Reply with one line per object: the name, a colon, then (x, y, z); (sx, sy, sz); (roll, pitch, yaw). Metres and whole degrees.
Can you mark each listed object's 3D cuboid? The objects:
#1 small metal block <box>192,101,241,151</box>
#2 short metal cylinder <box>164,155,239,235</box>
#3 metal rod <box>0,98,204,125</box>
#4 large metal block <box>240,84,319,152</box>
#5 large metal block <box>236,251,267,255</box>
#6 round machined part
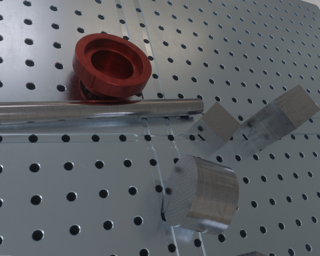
small metal block: (0.083, -0.003, 0.455); (0.050, 0.025, 0.050); (45, 51, 3)
short metal cylinder: (0.044, 0.075, 0.351); (0.050, 0.080, 0.080); (19, 55, -18)
metal rod: (-0.073, -0.022, 0.381); (0.303, 0.025, 0.025); (-4, 64, -30)
large metal block: (0.184, -0.015, 0.481); (0.081, 0.080, 0.050); (-27, 77, -37)
large metal block: (0.119, 0.193, 0.338); (0.080, 0.050, 0.080); (27, 52, -12)
round machined part: (-0.064, -0.075, 0.402); (0.099, 0.042, 0.098); (16, 46, -17)
